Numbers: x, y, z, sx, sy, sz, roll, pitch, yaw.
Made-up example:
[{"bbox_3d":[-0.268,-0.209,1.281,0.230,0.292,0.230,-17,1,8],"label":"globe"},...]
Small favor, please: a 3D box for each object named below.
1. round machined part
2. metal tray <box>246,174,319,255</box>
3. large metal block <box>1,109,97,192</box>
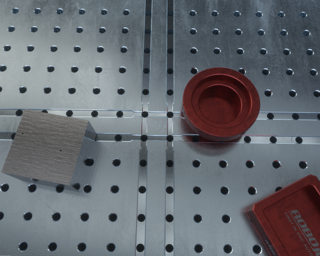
[{"bbox_3d":[0.078,-0.028,0.413,0.099,0.042,0.098,0,70,0],"label":"round machined part"},{"bbox_3d":[0.175,0.132,0.361,0.090,0.030,0.130,-25,72,-9],"label":"metal tray"},{"bbox_3d":[-0.133,0.029,0.387,0.080,0.050,0.080,10,70,3],"label":"large metal block"}]
